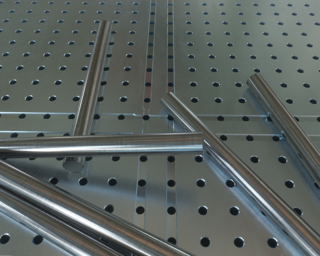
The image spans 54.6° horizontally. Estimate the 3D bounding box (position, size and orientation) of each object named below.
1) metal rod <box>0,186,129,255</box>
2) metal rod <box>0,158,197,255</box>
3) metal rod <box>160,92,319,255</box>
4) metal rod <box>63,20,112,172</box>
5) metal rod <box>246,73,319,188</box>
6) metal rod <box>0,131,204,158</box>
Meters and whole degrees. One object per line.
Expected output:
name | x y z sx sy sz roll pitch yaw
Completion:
metal rod | -0.148 0.088 0.333 0.301 0.025 0.025 22 54 17
metal rod | -0.092 0.083 0.323 0.301 0.025 0.025 23 54 12
metal rod | 0.095 0.054 0.362 0.025 0.025 0.300 -28 55 -21
metal rod | -0.101 -0.069 0.465 0.025 0.025 0.300 1 50 1
metal rod | 0.185 0.037 0.377 0.025 0.025 0.300 -13 51 -10
metal rod | -0.102 0.021 0.355 0.301 0.025 0.025 -2 49 12
